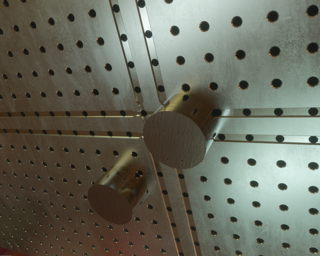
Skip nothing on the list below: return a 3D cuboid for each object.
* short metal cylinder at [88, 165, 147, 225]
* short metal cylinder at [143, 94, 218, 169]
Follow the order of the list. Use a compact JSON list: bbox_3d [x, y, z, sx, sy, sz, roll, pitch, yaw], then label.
[{"bbox_3d":[-0.068,0.107,0.497,0.080,0.050,0.079,13,124,21],"label":"short metal cylinder"},{"bbox_3d":[0.026,0.004,0.384,0.080,0.050,0.079,13,124,21],"label":"short metal cylinder"}]
